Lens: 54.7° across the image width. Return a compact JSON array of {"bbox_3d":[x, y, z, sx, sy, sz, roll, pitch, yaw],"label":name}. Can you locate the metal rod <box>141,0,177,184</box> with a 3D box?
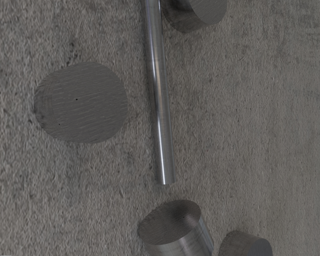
[{"bbox_3d":[-0.004,-0.076,0.400,0.025,0.025,0.298,-9,96,-40],"label":"metal rod"}]

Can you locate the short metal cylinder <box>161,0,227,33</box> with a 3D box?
[{"bbox_3d":[0.047,-0.178,0.428,0.081,0.050,0.080,0,90,-40],"label":"short metal cylinder"}]

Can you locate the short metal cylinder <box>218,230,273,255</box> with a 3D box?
[{"bbox_3d":[0.140,0.214,0.506,0.081,0.050,0.080,0,90,-40],"label":"short metal cylinder"}]

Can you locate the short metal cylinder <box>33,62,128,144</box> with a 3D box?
[{"bbox_3d":[-0.081,-0.025,0.320,0.081,0.050,0.080,0,90,-40],"label":"short metal cylinder"}]

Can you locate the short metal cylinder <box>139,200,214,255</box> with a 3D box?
[{"bbox_3d":[0.021,0.135,0.387,0.081,0.080,0.050,-35,112,-34],"label":"short metal cylinder"}]
